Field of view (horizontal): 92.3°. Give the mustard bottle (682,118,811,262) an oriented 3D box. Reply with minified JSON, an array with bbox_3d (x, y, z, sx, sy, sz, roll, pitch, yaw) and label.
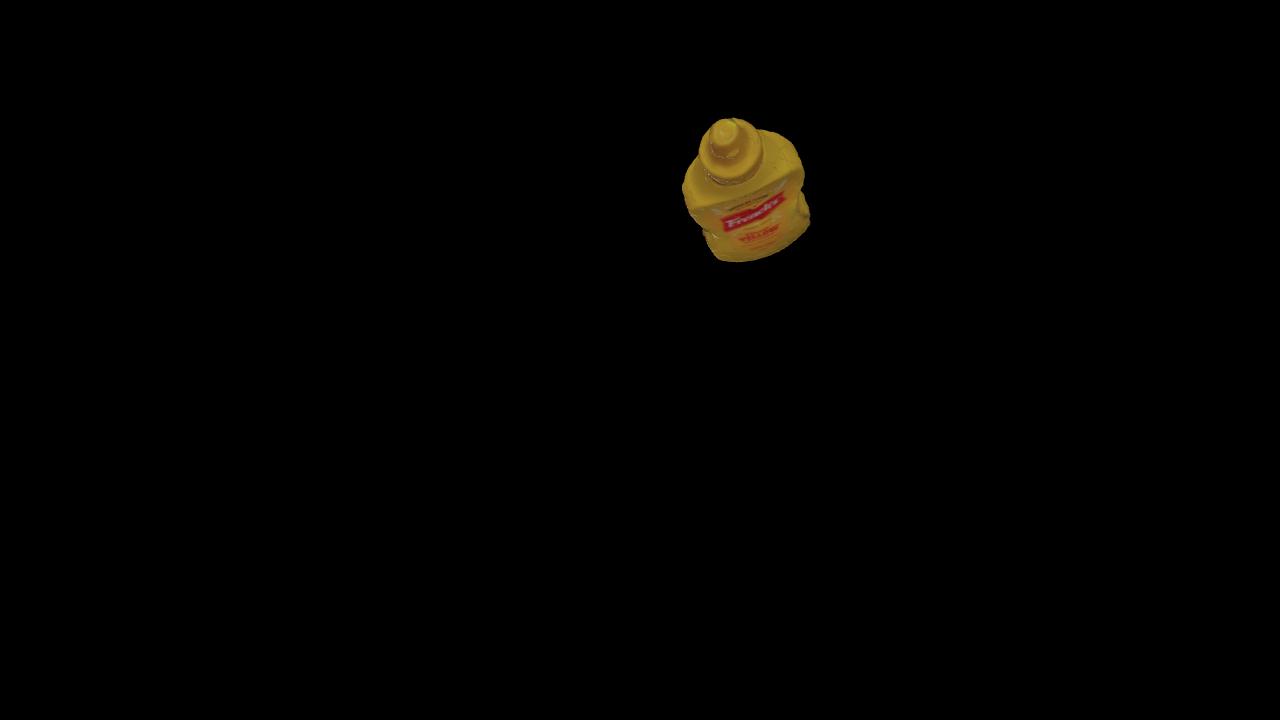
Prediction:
[{"bbox_3d":[0.079,-0.130,0.470,0.092,0.054,0.184,-12,-12,15],"label":"mustard bottle"}]
